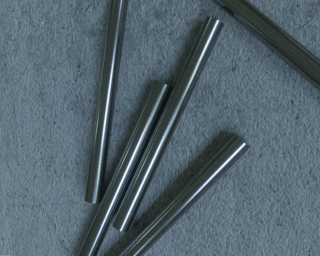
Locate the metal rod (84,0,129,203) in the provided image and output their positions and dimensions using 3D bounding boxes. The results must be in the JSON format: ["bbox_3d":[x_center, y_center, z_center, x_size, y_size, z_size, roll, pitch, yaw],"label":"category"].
[{"bbox_3d":[-0.075,-0.044,0.435,0.025,0.025,0.298,9,93,20],"label":"metal rod"}]

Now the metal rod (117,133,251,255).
[{"bbox_3d":[0.003,0.124,0.407,0.025,0.025,0.299,45,104,14],"label":"metal rod"}]

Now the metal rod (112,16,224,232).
[{"bbox_3d":[0.007,0.001,0.406,0.025,0.025,0.298,27,99,18],"label":"metal rod"}]

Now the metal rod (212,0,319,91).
[{"bbox_3d":[0.141,-0.098,0.358,0.300,0.025,0.025,46,104,14],"label":"metal rod"}]

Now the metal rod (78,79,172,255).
[{"bbox_3d":[-0.056,0.076,0.428,0.025,0.025,0.298,27,99,18],"label":"metal rod"}]
